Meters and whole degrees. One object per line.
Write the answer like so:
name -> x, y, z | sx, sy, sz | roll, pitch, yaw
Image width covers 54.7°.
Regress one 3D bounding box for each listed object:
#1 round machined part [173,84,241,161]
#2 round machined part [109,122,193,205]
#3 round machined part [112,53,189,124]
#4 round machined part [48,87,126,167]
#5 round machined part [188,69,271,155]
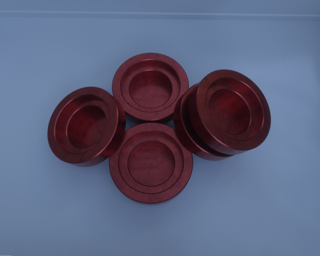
round machined part -> 0.061, -0.006, 0.390 | 0.099, 0.042, 0.098 | 8, 68, -21
round machined part -> -0.010, 0.045, 0.381 | 0.099, 0.042, 0.098 | 0, 70, 0
round machined part -> -0.012, -0.048, 0.416 | 0.099, 0.042, 0.098 | 0, 70, 0
round machined part -> -0.086, 0.001, 0.387 | 0.098, 0.042, 0.098 | -7, 68, 19
round machined part -> 0.077, -0.016, 0.364 | 0.099, 0.042, 0.098 | 8, 68, -21
